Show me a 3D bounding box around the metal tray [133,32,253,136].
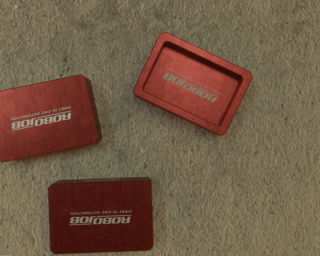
[{"bbox_3d":[0.042,-0.056,0.407,0.131,0.030,0.090,25,90,0],"label":"metal tray"}]

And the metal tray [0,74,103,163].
[{"bbox_3d":[-0.150,-0.012,0.406,0.131,0.030,0.089,-12,90,0],"label":"metal tray"}]

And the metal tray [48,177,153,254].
[{"bbox_3d":[-0.075,0.113,0.407,0.131,0.030,0.089,-2,90,0],"label":"metal tray"}]
